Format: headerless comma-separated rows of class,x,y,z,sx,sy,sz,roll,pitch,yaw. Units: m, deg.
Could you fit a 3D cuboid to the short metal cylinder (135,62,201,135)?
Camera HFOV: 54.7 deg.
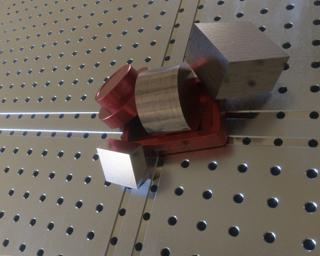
short metal cylinder,0.012,-0.033,0.366,0.050,0.080,0.080,-8,58,23

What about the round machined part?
round machined part,-0.051,-0.049,0.425,0.098,0.042,0.098,-36,26,21

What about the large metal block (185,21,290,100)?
large metal block,0.087,-0.083,0.367,0.081,0.050,0.080,-10,49,-22

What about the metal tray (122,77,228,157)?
metal tray,0.017,-0.014,0.402,0.130,0.030,0.090,-10,57,22

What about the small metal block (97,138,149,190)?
small metal block,-0.045,0.043,0.381,0.050,0.050,0.025,8,31,32
